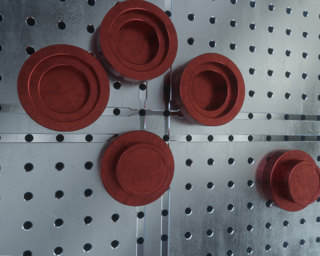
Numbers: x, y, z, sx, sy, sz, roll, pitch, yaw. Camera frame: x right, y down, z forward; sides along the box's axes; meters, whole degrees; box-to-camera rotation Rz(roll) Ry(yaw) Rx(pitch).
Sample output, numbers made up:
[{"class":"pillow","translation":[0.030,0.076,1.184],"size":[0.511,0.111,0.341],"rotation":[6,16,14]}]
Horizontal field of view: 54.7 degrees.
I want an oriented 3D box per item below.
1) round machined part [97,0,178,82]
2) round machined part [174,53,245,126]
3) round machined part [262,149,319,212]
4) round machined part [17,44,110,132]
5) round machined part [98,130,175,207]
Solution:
[{"class":"round machined part","translation":[-0.031,-0.107,0.393],"size":[0.099,0.042,0.097],"rotation":[0,90,-20]},{"class":"round machined part","translation":[0.064,-0.051,0.429],"size":[0.099,0.042,0.097],"rotation":[0,90,-21]},{"class":"round machined part","translation":[0.213,0.083,0.485],"size":[0.099,0.042,0.097],"rotation":[0,90,-21]},{"class":"round machined part","translation":[-0.112,-0.044,0.363],"size":[0.099,0.042,0.097],"rotation":[0,90,-21]},{"class":"round machined part","translation":[-0.026,0.052,0.395],"size":[0.099,0.042,0.097],"rotation":[0,90,-20]}]
